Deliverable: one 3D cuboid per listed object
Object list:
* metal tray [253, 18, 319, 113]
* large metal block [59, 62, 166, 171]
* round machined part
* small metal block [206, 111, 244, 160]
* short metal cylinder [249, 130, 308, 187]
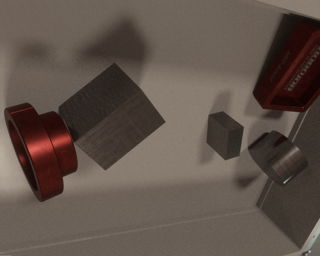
[{"bbox_3d":[0.205,-0.082,0.441,0.091,0.030,0.129,3,133,-24],"label":"metal tray"},{"bbox_3d":[-0.054,-0.015,0.335,0.080,0.080,0.050,-39,130,-2],"label":"large metal block"},{"bbox_3d":[-0.117,0.021,0.313,0.042,0.098,0.097,-22,128,-30],"label":"round machined part"},{"bbox_3d":[0.094,0.011,0.453,0.025,0.050,0.050,-15,125,-21],"label":"small metal block"},{"bbox_3d":[0.195,0.050,0.514,0.050,0.080,0.080,-40,130,-1],"label":"short metal cylinder"}]
